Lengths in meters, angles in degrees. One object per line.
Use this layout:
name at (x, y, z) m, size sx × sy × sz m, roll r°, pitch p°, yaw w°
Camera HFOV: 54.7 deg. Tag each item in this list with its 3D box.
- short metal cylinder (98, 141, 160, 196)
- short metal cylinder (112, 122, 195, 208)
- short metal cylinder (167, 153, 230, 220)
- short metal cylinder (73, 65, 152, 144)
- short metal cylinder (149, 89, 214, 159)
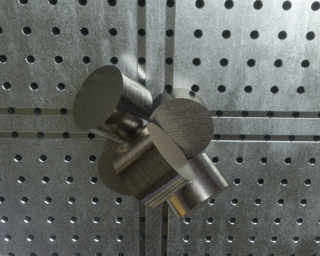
short metal cylinder at (-0.038, 0.043, 0.414) m, size 0.081 × 0.050 × 0.079 m, roll 0°, pitch 110°, yaw -1°
short metal cylinder at (-0.007, 0.040, 0.344) m, size 0.050 × 0.080 × 0.080 m, roll -39°, pitch 106°, yaw 13°
short metal cylinder at (0.043, 0.077, 0.405) m, size 0.080 × 0.080 × 0.050 m, roll -39°, pitch 71°, yaw 13°
short metal cylinder at (-0.056, -0.027, 0.366) m, size 0.080 × 0.080 × 0.050 m, roll -44°, pitch 139°, yaw 14°
short metal cylinder at (0.025, -0.006, 0.397) m, size 0.081 × 0.050 × 0.079 m, roll 0°, pitch 110°, yaw -1°
